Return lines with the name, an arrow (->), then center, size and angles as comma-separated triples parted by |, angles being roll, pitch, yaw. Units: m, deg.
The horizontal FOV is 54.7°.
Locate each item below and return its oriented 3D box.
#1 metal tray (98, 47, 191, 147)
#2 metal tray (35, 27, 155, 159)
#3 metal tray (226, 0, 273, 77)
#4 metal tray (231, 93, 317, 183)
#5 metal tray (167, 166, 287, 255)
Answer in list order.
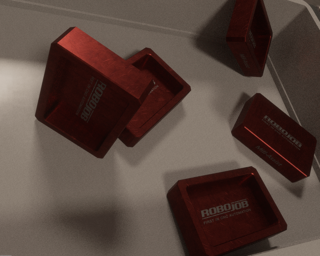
metal tray -> -0.027, -0.046, 0.416 | 0.090, 0.030, 0.131 | 44, 51, 2
metal tray -> -0.073, -0.027, 0.316 | 0.090, 0.129, 0.030 | 34, 51, -7
metal tray -> 0.151, -0.151, 0.510 | 0.130, 0.030, 0.090 | 32, 72, -57
metal tray -> 0.186, 0.014, 0.497 | 0.130, 0.030, 0.090 | 38, 51, -3
metal tray -> 0.083, 0.101, 0.380 | 0.131, 0.030, 0.090 | -5, 57, -31
